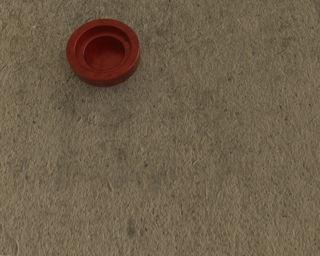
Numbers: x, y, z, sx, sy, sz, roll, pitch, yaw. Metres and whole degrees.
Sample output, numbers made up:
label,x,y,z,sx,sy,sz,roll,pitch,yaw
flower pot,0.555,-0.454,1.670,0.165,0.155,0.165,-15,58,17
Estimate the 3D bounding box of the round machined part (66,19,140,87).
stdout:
label,x,y,z,sx,sy,sz,roll,pitch,yaw
round machined part,-0.076,-0.100,0.435,0.099,0.042,0.098,0,70,0
